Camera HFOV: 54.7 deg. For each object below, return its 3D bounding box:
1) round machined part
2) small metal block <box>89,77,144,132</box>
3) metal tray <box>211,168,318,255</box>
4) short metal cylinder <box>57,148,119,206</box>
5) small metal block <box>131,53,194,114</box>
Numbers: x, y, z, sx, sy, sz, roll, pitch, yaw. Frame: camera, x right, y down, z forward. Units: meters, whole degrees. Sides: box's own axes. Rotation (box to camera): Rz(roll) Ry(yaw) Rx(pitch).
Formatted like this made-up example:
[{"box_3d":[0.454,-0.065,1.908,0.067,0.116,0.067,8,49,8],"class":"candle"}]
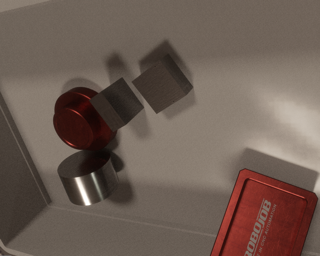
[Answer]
[{"box_3d":[-0.115,-0.007,0.452,0.098,0.042,0.097,13,124,20],"class":"round machined part"},{"box_3d":[-0.055,-0.031,0.401,0.025,0.050,0.050,-27,104,37],"class":"small metal block"},{"box_3d":[0.119,0.124,0.366,0.090,0.030,0.130,19,82,16],"class":"metal tray"},{"box_3d":[-0.108,0.072,0.473,0.080,0.080,0.050,1,119,27],"class":"short metal cylinder"},{"box_3d":[0.003,-0.052,0.374,0.050,0.025,0.050,-31,102,37],"class":"small metal block"}]
